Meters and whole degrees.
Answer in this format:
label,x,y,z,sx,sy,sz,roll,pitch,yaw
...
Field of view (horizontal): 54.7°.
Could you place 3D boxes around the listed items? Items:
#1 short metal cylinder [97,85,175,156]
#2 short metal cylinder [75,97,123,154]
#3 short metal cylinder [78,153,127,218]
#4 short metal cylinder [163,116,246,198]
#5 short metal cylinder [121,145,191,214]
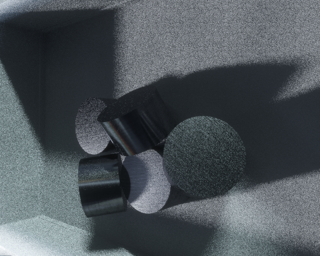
label,x,y,z,sx,sy,sz,roll,pitch,yaw
short metal cylinder,-0.029,-0.010,0.381,0.080,0.080,0.050,-10,119,39
short metal cylinder,-0.077,-0.003,0.448,0.080,0.050,0.079,0,90,39
short metal cylinder,-0.076,0.077,0.420,0.050,0.080,0.080,-8,83,-3
short metal cylinder,0.043,0.032,0.325,0.081,0.050,0.080,0,76,-1
short metal cylinder,-0.003,0.062,0.389,0.080,0.050,0.079,0,90,39
